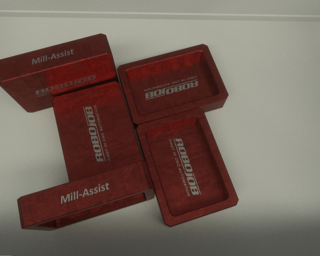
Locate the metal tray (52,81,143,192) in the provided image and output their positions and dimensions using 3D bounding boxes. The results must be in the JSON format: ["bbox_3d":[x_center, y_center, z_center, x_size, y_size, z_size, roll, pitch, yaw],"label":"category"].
[{"bbox_3d":[-0.079,0.011,0.399,0.091,0.030,0.130,-16,71,-6],"label":"metal tray"}]

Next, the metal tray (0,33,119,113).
[{"bbox_3d":[-0.122,-0.066,0.394,0.131,0.090,0.030,-17,71,-7],"label":"metal tray"}]

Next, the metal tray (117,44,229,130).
[{"bbox_3d":[0.016,-0.057,0.426,0.131,0.030,0.090,-16,71,-6],"label":"metal tray"}]

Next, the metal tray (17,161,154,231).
[{"bbox_3d":[-0.073,0.078,0.343,0.131,0.090,0.030,-16,71,-6],"label":"metal tray"}]

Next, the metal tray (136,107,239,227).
[{"bbox_3d":[0.031,0.047,0.388,0.091,0.030,0.130,-16,71,-6],"label":"metal tray"}]
